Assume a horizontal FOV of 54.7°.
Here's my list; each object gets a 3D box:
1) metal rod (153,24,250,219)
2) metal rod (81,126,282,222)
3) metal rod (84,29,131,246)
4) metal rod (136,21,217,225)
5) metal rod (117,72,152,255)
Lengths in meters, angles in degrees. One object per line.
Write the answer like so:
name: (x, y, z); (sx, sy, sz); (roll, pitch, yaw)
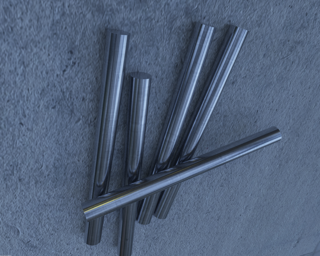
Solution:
metal rod: (0.049, 0.006, 0.436); (0.025, 0.025, 0.298); (7, 115, -32)
metal rod: (0.042, 0.057, 0.430); (0.302, 0.025, 0.025); (-20, 126, -17)
metal rod: (-0.071, 0.031, 0.387); (0.025, 0.025, 0.298); (-3, 120, -27)
metal rod: (0.014, 0.010, 0.420); (0.025, 0.025, 0.298); (3, 117, -30)
metal rod: (-0.039, 0.069, 0.427); (0.025, 0.025, 0.298); (-7, 122, -25)
